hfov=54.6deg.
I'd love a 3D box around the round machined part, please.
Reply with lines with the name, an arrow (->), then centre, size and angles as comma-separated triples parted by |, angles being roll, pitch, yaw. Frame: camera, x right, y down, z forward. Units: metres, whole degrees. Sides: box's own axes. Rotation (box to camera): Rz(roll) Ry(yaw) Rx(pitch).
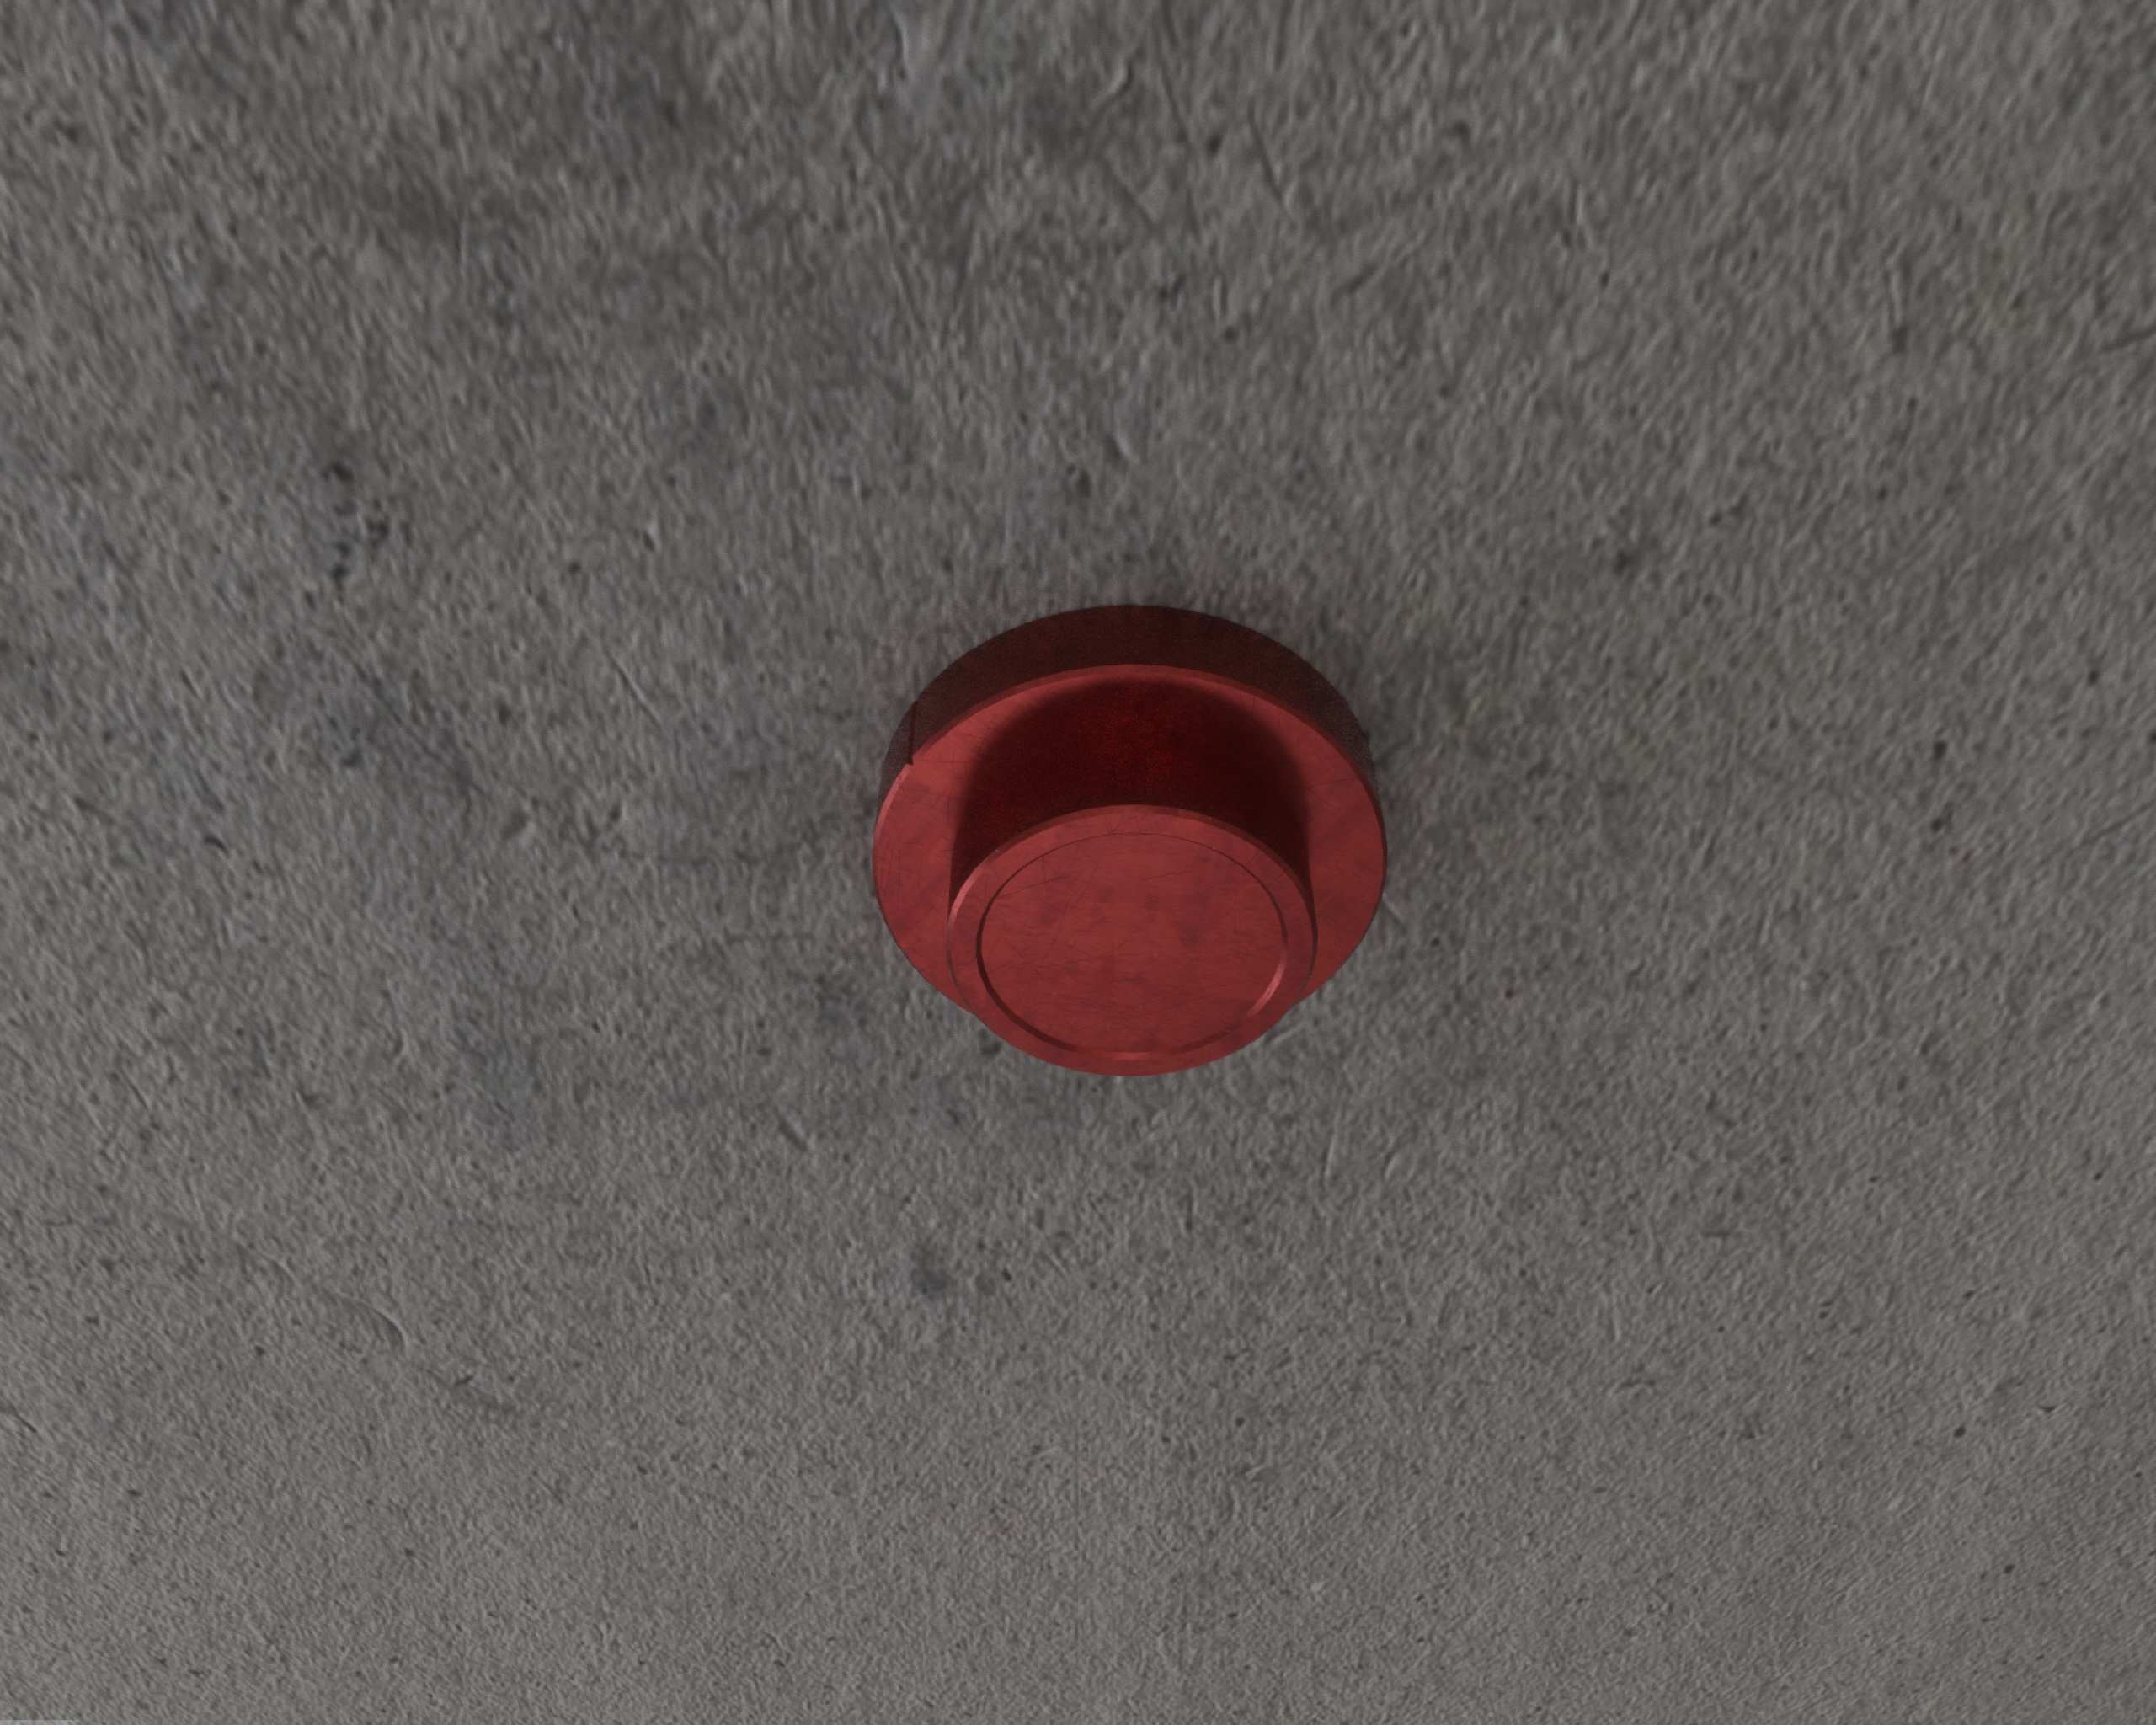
round machined part -> 0.010, 0.003, 0.398 | 0.099, 0.042, 0.097 | 0, 130, 0
